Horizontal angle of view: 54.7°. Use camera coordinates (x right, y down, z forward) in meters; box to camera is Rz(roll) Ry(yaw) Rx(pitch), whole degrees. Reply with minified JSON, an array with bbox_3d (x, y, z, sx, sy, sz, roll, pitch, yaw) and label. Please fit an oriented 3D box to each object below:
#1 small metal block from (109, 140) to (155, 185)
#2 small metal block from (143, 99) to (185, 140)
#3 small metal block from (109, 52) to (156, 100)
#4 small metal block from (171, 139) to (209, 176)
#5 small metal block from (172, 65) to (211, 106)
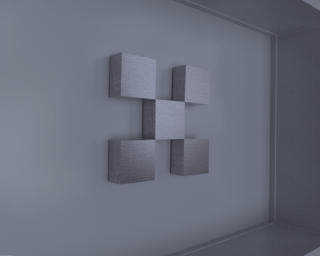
[{"bbox_3d":[-0.034,0.039,0.376,0.050,0.025,0.050,1,90,-40],"label":"small metal block"},{"bbox_3d":[0.006,-0.010,0.408,0.050,0.025,0.050,1,90,-40],"label":"small metal block"},{"bbox_3d":[-0.033,-0.061,0.376,0.050,0.025,0.050,2,89,-40],"label":"small metal block"},{"bbox_3d":[0.043,0.040,0.440,0.050,0.025,0.050,2,89,-40],"label":"small metal block"},{"bbox_3d":[0.045,-0.059,0.441,0.050,0.025,0.050,3,88,-40],"label":"small metal block"}]
